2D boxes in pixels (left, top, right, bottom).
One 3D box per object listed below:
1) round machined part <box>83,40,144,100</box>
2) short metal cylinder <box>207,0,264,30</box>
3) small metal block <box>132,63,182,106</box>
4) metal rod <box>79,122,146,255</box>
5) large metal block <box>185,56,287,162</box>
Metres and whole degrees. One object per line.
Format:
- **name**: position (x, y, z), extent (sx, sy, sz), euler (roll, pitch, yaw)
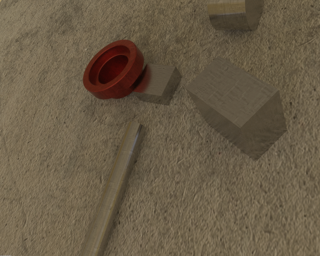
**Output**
- **round machined part**: position (-0.065, -0.084, 0.472), extent (0.098, 0.042, 0.098), euler (-18, 51, 24)
- **short metal cylinder**: position (0.104, -0.174, 0.420), extent (0.050, 0.080, 0.080), euler (9, 67, 32)
- **small metal block**: position (-0.004, -0.063, 0.443), extent (0.050, 0.025, 0.050), euler (13, 68, 33)
- **metal rod**: position (-0.073, 0.129, 0.361), extent (0.025, 0.025, 0.300), euler (4, 63, 29)
- **large metal block**: position (0.084, -0.020, 0.336), extent (0.050, 0.080, 0.080), euler (-45, 51, -3)
